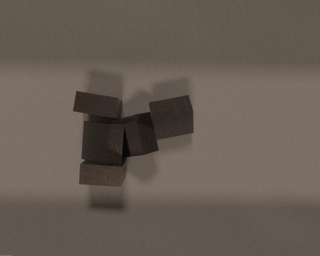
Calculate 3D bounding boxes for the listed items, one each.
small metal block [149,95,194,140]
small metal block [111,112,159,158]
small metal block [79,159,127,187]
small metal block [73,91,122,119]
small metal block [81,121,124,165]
[{"bbox_3d":[0.015,-0.012,0.396,0.050,0.050,0.025,-11,56,-1],"label":"small metal block"},{"bbox_3d":[-0.033,0.010,0.397,0.025,0.050,0.050,-13,90,-45],"label":"small metal block"},{"bbox_3d":[-0.072,0.055,0.397,0.050,0.050,0.025,4,94,0],"label":"small metal block"},{"bbox_3d":[-0.078,-0.028,0.398,0.050,0.050,0.025,9,90,-1],"label":"small metal block"},{"bbox_3d":[-0.074,0.018,0.396,0.050,0.025,0.050,7,93,41],"label":"small metal block"}]
